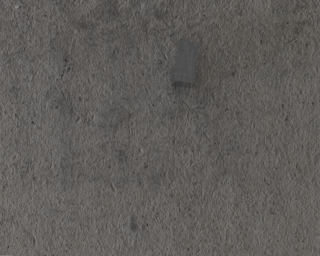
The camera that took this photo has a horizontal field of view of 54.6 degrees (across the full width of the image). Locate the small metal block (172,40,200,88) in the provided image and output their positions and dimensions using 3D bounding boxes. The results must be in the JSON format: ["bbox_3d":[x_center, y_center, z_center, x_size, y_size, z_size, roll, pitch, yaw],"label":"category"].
[{"bbox_3d":[0.032,-0.080,0.398,0.025,0.050,0.050,8,90,0],"label":"small metal block"}]
